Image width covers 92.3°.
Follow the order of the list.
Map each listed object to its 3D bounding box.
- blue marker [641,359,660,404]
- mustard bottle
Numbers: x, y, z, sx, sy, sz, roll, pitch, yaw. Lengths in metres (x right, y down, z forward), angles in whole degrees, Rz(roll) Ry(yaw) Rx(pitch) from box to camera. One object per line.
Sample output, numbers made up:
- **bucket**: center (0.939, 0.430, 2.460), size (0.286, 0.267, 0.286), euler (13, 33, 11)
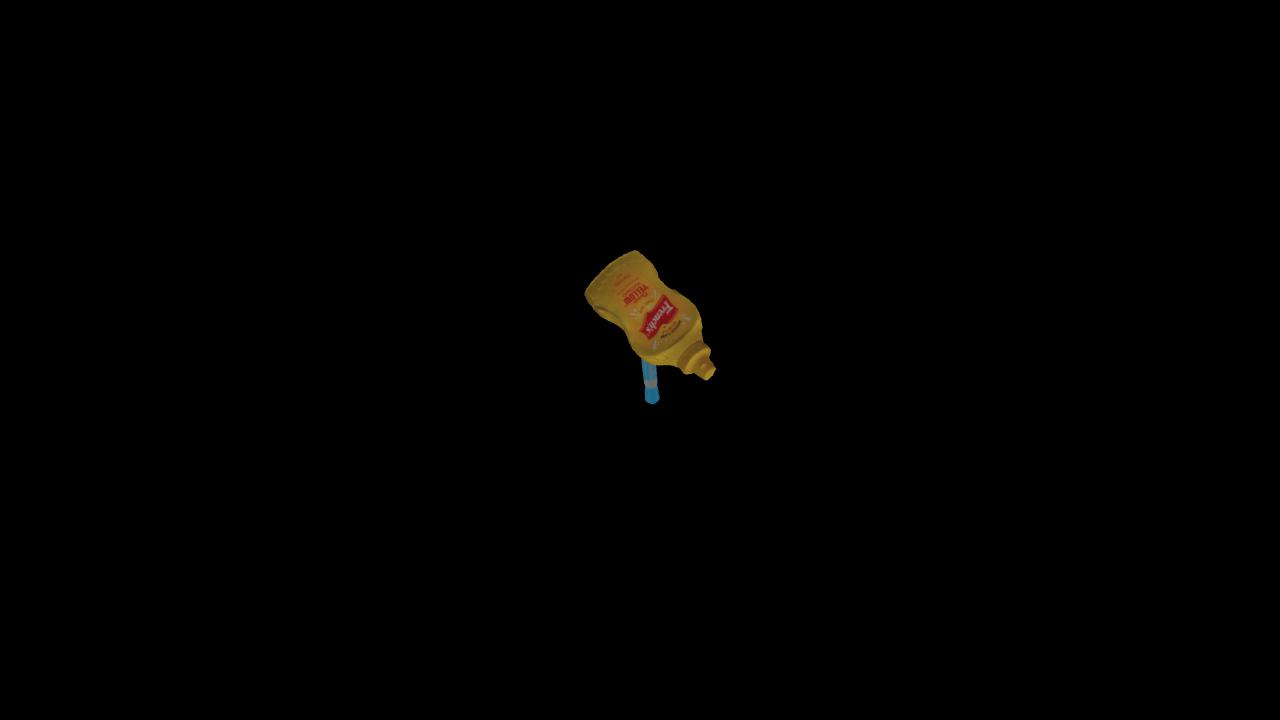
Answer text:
- **blue marker**: center (0.011, 0.005, 0.748), size (0.020, 0.121, 0.020), euler (-4, 36, 3)
- **mustard bottle**: center (0.023, -0.044, 0.727), size (0.092, 0.184, 0.054), euler (-38, -23, -12)
